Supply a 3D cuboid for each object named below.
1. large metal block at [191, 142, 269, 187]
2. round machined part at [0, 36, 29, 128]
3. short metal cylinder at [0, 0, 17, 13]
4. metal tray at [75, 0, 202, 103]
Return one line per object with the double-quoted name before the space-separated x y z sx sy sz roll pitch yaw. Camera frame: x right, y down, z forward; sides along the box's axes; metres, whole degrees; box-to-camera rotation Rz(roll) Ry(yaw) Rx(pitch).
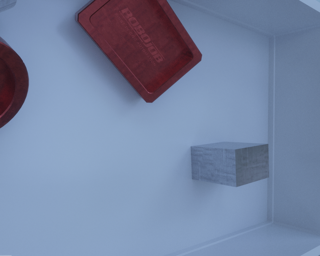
"large metal block" 0.104 0.050 0.461 0.081 0.080 0.050 -4 93 -40
"round machined part" -0.160 -0.037 0.241 0.099 0.042 0.097 -35 150 -24
"short metal cylinder" -0.159 -0.123 0.238 0.050 0.080 0.080 -42 116 -32
"metal tray" -0.021 -0.105 0.361 0.090 0.030 0.130 -41 119 -1
